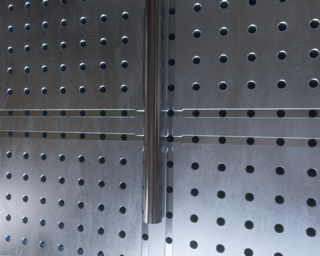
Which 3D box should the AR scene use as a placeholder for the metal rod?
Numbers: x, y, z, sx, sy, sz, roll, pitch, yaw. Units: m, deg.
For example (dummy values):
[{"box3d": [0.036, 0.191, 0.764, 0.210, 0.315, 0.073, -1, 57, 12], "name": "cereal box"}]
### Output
[{"box3d": [-0.009, -0.024, 0.416, 0.025, 0.025, 0.298, 1, 90, 20], "name": "metal rod"}]
